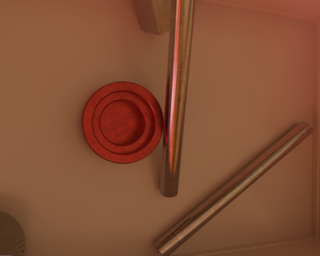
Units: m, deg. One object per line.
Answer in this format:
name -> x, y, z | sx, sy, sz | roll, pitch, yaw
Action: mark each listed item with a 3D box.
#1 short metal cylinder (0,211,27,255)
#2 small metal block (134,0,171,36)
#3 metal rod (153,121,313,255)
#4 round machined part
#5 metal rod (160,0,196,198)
short metal cylinder -> -0.179, 0.129, 0.313 | 0.081, 0.050, 0.080 | 10, 55, -15
small metal block -> -0.008, -0.147, 0.387 | 0.025, 0.050, 0.050 | -27, 124, -18
metal rod -> 0.117, 0.082, 0.455 | 0.301, 0.025, 0.025 | -35, 102, -17
round machined part -> -0.049, -0.007, 0.384 | 0.099, 0.042, 0.097 | 0, 90, -21
metal rod -> 0.020, -0.049, 0.356 | 0.025, 0.025, 0.298 | -7, 117, -20
